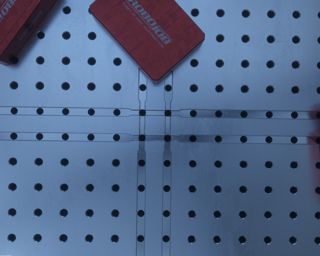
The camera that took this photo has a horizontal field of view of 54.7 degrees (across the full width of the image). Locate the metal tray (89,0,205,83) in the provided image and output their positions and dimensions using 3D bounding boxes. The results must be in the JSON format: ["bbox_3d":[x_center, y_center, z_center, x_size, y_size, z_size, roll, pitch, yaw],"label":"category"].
[{"bbox_3d":[-0.016,-0.135,0.411,0.090,0.030,0.130,-42,91,0],"label":"metal tray"}]

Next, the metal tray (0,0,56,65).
[{"bbox_3d":[-0.207,-0.161,0.407,0.090,0.030,0.130,36,90,-1],"label":"metal tray"}]
